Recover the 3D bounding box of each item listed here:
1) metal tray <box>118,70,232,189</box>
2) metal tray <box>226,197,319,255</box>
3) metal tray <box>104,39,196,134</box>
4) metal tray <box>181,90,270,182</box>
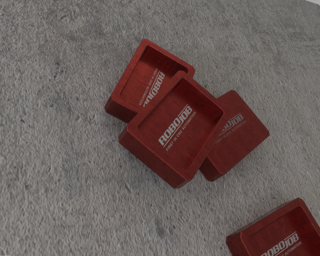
[{"bbox_3d":[0.023,-0.003,0.375,0.090,0.030,0.131,40,51,-1],"label":"metal tray"},{"bbox_3d":[0.155,0.153,0.390,0.131,0.030,0.090,-14,69,-34],"label":"metal tray"},{"bbox_3d":[-0.009,-0.056,0.429,0.090,0.030,0.130,29,52,-10],"label":"metal tray"},{"bbox_3d":[0.090,0.006,0.445,0.131,0.030,0.090,-30,78,-38],"label":"metal tray"}]
